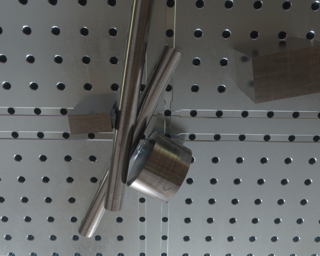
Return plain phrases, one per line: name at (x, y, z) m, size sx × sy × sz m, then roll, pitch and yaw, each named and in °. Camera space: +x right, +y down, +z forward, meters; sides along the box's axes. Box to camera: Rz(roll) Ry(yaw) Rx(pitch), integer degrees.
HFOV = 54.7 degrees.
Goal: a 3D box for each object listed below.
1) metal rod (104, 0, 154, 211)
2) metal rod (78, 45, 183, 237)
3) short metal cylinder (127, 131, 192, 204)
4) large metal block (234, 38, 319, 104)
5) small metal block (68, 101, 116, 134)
metal rod at (-0.038, -0.038, 0.380) m, size 0.025 × 0.025 × 0.298 m, roll 9°, pitch 103°, yaw -4°
metal rod at (-0.047, 0.030, 0.423) m, size 0.025 × 0.025 × 0.298 m, roll 24°, pitch 108°, yaw -9°
short metal cylinder at (-0.002, 0.051, 0.403) m, size 0.050 × 0.080 × 0.080 m, roll 29°, pitch 107°, yaw -11°
large metal block at (0.138, -0.070, 0.360) m, size 0.080 × 0.080 × 0.050 m, roll -10°, pitch 110°, yaw 3°
small metal block at (-0.084, -0.014, 0.394) m, size 0.050 × 0.050 × 0.025 m, roll -3°, pitch 110°, yaw 1°
